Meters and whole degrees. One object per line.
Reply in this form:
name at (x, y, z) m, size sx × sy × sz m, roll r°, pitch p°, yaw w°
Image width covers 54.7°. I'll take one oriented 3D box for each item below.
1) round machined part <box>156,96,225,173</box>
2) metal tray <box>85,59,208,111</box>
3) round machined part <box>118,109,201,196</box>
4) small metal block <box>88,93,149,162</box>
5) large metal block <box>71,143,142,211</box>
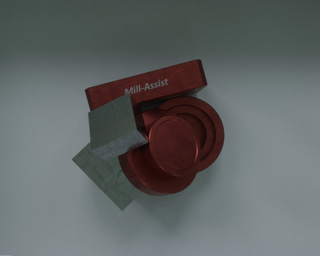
round machined part at (0.031, 0.009, 0.403) m, size 0.099 × 0.042 × 0.097 m, roll 0°, pitch 90°, yaw -1°
metal tray at (-0.015, -0.045, 0.377) m, size 0.131 × 0.090 × 0.030 m, roll -15°, pitch 91°, yaw -1°
round machined part at (0.006, 0.024, 0.344) m, size 0.099 × 0.042 × 0.098 m, roll 14°, pitch 65°, yaw -31°
small metal block at (-0.044, -0.001, 0.317) m, size 0.050 × 0.025 × 0.050 m, roll -24°, pitch 51°, yaw 12°
large metal block at (-0.052, 0.046, 0.382) m, size 0.050 × 0.080 × 0.080 m, roll -44°, pitch 91°, yaw 0°
